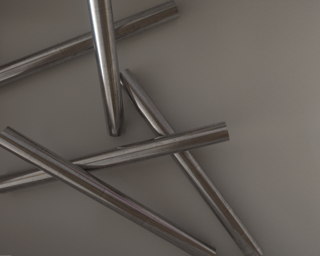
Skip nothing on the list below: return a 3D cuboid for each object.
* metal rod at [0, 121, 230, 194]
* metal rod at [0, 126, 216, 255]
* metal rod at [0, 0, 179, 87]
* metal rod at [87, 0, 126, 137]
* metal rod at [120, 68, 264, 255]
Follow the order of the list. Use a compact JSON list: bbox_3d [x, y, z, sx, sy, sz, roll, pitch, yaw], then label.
[{"bbox_3d":[-0.064,0.039,0.393,0.301,0.025,0.025,-14,90,6],"label":"metal rod"},{"bbox_3d":[-0.057,0.089,0.384,0.301,0.025,0.025,33,90,-11],"label":"metal rod"},{"bbox_3d":[-0.119,-0.104,0.409,0.301,0.025,0.025,-21,90,-1],"label":"metal rod"},{"bbox_3d":[-0.063,-0.120,0.331,0.025,0.025,0.298,-3,123,0],"label":"metal rod"},{"bbox_3d":[0.038,0.049,0.411,0.025,0.025,0.299,-37,90,0],"label":"metal rod"}]
